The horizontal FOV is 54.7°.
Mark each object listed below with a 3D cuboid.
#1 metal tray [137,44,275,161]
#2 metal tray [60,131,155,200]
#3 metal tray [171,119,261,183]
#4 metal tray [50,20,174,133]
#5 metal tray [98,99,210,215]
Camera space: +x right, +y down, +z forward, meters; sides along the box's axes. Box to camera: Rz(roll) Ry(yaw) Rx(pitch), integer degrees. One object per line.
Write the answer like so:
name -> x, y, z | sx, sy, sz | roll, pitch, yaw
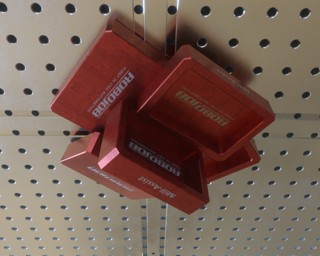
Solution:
metal tray -> 0.051, -0.022, 0.351 | 0.131, 0.030, 0.090 | 29, 124, -23
metal tray -> -0.061, 0.058, 0.433 | 0.130, 0.030, 0.090 | 35, 147, -26
metal tray -> 0.063, 0.036, 0.438 | 0.130, 0.030, 0.090 | -27, 126, 20
metal tray -> -0.057, -0.048, 0.365 | 0.090, 0.030, 0.129 | 32, 123, -25
metal tray -> -0.003, 0.033, 0.357 | 0.130, 0.090, 0.030 | 33, 122, -25
